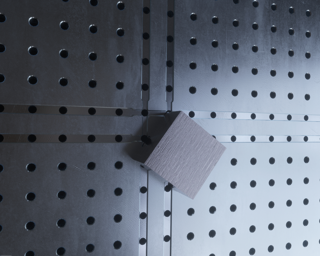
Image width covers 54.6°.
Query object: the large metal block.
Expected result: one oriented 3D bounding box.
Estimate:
[{"bbox_3d":[0.026,0.034,0.409,0.080,0.050,0.080,39,78,-16],"label":"large metal block"}]
